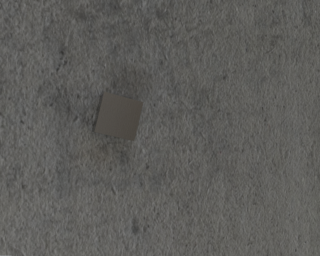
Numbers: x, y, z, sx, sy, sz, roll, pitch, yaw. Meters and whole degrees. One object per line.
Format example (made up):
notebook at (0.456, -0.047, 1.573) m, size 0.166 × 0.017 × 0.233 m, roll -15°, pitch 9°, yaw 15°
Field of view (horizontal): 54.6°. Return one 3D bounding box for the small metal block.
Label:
small metal block at (-0.054, -0.014, 0.389) m, size 0.050 × 0.025 × 0.050 m, roll 14°, pitch 85°, yaw -20°
